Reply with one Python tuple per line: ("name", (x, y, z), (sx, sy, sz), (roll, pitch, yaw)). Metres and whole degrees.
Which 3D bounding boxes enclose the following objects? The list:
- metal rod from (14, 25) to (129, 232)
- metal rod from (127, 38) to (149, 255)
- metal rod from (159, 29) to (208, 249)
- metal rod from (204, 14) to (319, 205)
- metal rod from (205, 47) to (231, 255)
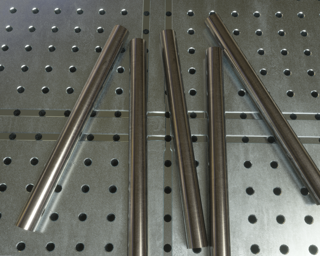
("metal rod", (-0.109, -0.014, 0.415), (0.025, 0.025, 0.300), (19, 71, 6))
("metal rod", (-0.029, 0.015, 0.405), (0.025, 0.025, 0.299), (-1, 70, -1))
("metal rod", (0.028, 0.000, 0.412), (0.025, 0.025, 0.299), (-6, 70, -3))
("metal rod", (0.142, -0.038, 0.427), (0.025, 0.025, 0.299), (-24, 72, -9))
("metal rod", (0.074, 0.028, 0.402), (0.025, 0.025, 0.299), (2, 70, 0))
